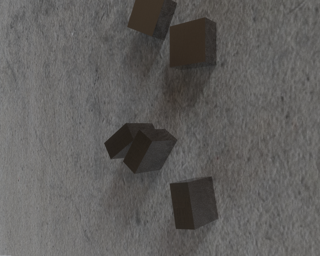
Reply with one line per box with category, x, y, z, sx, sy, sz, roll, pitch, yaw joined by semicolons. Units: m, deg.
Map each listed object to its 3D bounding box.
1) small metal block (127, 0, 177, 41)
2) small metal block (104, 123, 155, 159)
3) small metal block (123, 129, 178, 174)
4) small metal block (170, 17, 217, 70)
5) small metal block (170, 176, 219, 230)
small metal block;-0.011;-0.150;0.412;0.050;0.025;0.050;32;109;35
small metal block;-0.038;0.017;0.418;0.050;0.050;0.025;-40;66;33
small metal block;-0.012;0.029;0.397;0.025;0.050;0.050;42;115;31
small metal block;0.039;-0.099;0.371;0.050;0.025;0.050;0;90;39
small metal block;0.040;0.084;0.355;0.025;0.050;0.050;-13;82;39
